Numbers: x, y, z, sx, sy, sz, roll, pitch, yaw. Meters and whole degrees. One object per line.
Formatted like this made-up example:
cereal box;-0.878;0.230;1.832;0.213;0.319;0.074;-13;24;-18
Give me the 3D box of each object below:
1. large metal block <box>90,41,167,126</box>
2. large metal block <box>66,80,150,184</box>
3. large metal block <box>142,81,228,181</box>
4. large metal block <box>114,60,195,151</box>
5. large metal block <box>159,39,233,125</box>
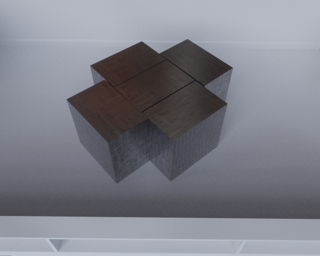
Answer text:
large metal block;-0.039;-0.056;0.414;0.080;0.080;0.050;-33;58;-25
large metal block;-0.058;0.004;0.364;0.050;0.080;0.080;-34;58;-25
large metal block;0.027;0.004;0.366;0.080;0.080;0.050;-33;58;-25
large metal block;-0.006;-0.026;0.390;0.080;0.080;0.050;-33;58;-25
large metal block;0.044;-0.059;0.419;0.050;0.080;0.080;-34;58;-25
